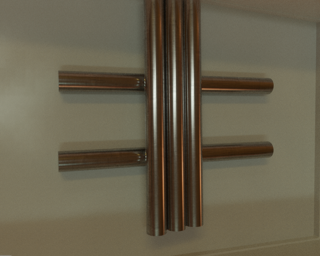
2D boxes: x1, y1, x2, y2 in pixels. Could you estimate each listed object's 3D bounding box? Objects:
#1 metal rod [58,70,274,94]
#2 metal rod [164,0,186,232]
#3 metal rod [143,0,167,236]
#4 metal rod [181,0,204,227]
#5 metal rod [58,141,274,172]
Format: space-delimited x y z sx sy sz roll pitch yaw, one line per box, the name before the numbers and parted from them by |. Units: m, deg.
metal rod | 0.022 -0.059 0.417 0.303 0.025 0.025 -2 91 -20
metal rod | 0.018 -0.023 0.388 0.025 0.025 0.298 -1 90 -20
metal rod | -0.006 -0.021 0.379 0.025 0.025 0.298 -1 90 -20
metal rod | 0.041 -0.026 0.397 0.025 0.025 0.298 -1 90 -20
metal rod | 0.022 0.036 0.417 0.303 0.025 0.025 -1 91 -20
